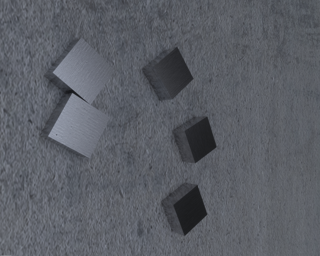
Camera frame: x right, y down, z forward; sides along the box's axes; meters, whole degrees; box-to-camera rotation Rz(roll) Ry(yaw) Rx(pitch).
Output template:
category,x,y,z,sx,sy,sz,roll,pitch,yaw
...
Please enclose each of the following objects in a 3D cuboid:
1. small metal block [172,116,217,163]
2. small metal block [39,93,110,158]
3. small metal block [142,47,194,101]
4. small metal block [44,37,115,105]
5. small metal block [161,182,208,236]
category,x,y,z,sx,sy,sz,roll,pitch,yaw
small metal block,0.051,0.016,0.447,0.050,0.025,0.050,-31,109,-36
small metal block,-0.089,-0.002,0.329,0.050,0.025,0.050,36,68,-34
small metal block,0.011,-0.072,0.414,0.050,0.025,0.050,-46,118,-30
small metal block,-0.085,-0.059,0.333,0.050,0.025,0.050,44,63,-31
small metal block,0.035,0.112,0.434,0.050,0.025,0.050,-31,109,-36
